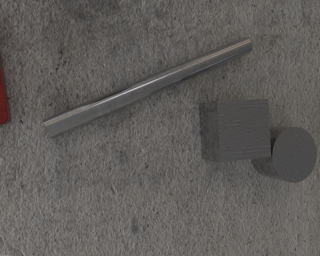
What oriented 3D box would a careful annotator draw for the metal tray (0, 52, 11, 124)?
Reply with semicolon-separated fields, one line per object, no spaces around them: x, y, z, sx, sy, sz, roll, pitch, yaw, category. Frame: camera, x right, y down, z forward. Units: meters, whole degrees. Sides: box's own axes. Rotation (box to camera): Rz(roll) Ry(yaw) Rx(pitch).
-0.217;-0.063;0.326;0.091;0.030;0.129;-9;93;-20;metal tray

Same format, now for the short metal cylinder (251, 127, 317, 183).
0.184;0.038;0.464;0.081;0.050;0.079;0;90;-20;short metal cylinder

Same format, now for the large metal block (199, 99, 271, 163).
0.104;0.002;0.434;0.081;0.050;0.079;-4;92;-20;large metal block

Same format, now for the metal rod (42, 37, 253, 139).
-0.002;-0.060;0.408;0.302;0.025;0.025;-26;99;-18;metal rod
